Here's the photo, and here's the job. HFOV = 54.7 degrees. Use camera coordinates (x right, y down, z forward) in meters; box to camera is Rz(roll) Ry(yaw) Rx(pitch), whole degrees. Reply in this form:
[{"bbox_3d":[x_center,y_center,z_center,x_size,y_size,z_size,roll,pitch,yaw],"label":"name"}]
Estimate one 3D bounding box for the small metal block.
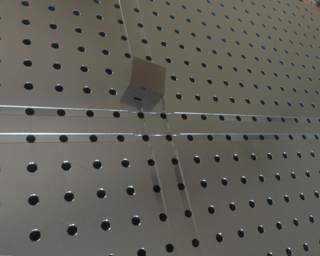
[{"bbox_3d":[-0.021,-0.068,0.440,0.050,0.025,0.050,17,55,-19],"label":"small metal block"}]
